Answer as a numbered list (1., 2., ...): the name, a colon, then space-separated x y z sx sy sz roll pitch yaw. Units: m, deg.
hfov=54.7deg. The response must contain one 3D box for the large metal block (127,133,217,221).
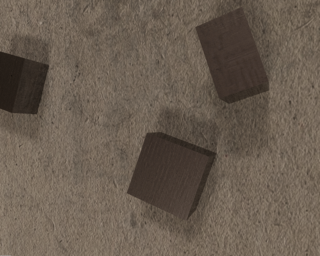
1. large metal block: 0.016 0.056 0.389 0.080 0.050 0.080 21 97 18

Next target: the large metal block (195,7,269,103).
1. large metal block: 0.085 -0.076 0.350 0.050 0.080 0.080 -19 84 19

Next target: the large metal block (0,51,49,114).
1. large metal block: -0.228 -0.071 0.474 0.080 0.050 0.080 18 96 18
